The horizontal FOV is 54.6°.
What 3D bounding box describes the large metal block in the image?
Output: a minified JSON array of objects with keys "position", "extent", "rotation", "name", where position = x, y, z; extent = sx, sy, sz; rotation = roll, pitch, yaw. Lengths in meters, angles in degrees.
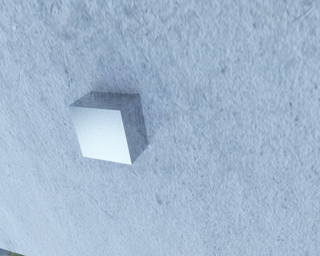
[{"position":[-0.068,-0.002,0.426],"extent":[0.080,0.050,0.080],"rotation":[6,121,25],"name":"large metal block"}]
